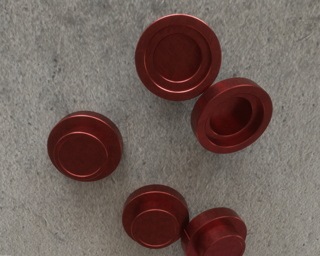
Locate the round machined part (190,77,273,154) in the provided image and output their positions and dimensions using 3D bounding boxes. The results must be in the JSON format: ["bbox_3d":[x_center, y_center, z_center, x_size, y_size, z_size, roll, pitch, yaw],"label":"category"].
[{"bbox_3d":[0.084,-0.019,0.384,0.099,0.042,0.097,-9,126,-12],"label":"round machined part"}]

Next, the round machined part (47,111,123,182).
[{"bbox_3d":[-0.100,0.030,0.410,0.099,0.042,0.097,0,110,-1],"label":"round machined part"}]

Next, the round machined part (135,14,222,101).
[{"bbox_3d":[0.021,-0.085,0.370,0.099,0.042,0.097,0,110,-1],"label":"round machined part"}]

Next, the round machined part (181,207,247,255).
[{"bbox_3d":[0.083,0.167,0.449,0.099,0.042,0.097,-8,118,-16],"label":"round machined part"}]

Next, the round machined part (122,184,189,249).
[{"bbox_3d":[-0.006,0.135,0.451,0.099,0.042,0.097,0,110,-1],"label":"round machined part"}]
